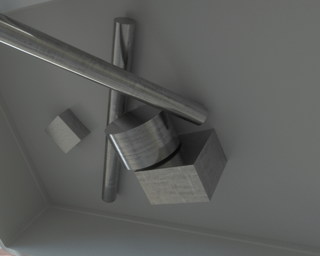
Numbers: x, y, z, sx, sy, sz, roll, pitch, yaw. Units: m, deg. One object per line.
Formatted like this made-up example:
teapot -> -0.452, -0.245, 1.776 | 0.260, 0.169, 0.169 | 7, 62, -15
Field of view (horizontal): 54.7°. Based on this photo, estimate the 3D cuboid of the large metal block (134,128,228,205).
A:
large metal block -> 0.029, 0.048, 0.387 | 0.080, 0.080, 0.050 | -12, 112, 33

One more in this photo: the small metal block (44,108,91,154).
small metal block -> -0.146, 0.005, 0.486 | 0.050, 0.025, 0.050 | 49, 128, -7

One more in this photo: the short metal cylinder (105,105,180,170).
short metal cylinder -> -0.022, 0.009, 0.389 | 0.080, 0.080, 0.050 | -12, 113, 33

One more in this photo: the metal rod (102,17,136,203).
metal rod -> -0.063, -0.003, 0.438 | 0.025, 0.025, 0.298 | 22, 127, 15

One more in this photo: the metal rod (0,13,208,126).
metal rod -> -0.078, -0.065, 0.314 | 0.302, 0.025, 0.025 | 21, 134, -24
